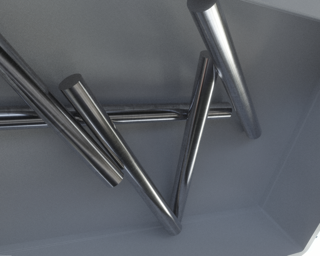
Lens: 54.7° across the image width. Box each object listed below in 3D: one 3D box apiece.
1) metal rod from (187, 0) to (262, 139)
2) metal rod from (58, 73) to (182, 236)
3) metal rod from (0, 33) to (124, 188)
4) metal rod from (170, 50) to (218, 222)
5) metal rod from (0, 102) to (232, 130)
[{"bbox_3d":[0.092,-0.047,0.369,0.025,0.025,0.300,-44,148,2],"label":"metal rod"},{"bbox_3d":[-0.032,0.057,0.393,0.025,0.025,0.299,-34,130,-6],"label":"metal rod"},{"bbox_3d":[-0.126,-0.044,0.288,0.025,0.025,0.300,-37,122,-4],"label":"metal rod"},{"bbox_3d":[0.040,0.038,0.429,0.025,0.025,0.298,-10,130,-23],"label":"metal rod"},{"bbox_3d":[-0.039,-0.017,0.376,0.303,0.025,0.025,-3,120,-27],"label":"metal rod"}]
